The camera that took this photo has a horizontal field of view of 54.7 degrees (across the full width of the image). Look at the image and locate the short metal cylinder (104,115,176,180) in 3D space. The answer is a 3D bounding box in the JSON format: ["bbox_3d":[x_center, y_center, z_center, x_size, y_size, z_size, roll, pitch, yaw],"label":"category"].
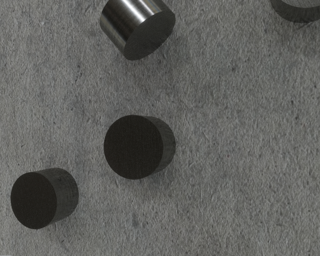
[{"bbox_3d":[-0.025,0.024,0.405,0.080,0.050,0.080,0,90,20],"label":"short metal cylinder"}]

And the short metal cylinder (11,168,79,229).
[{"bbox_3d":[-0.168,0.101,0.455,0.080,0.050,0.080,0,90,20],"label":"short metal cylinder"}]

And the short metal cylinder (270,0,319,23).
[{"bbox_3d":[0.162,-0.163,0.338,0.080,0.050,0.080,0,90,20],"label":"short metal cylinder"}]

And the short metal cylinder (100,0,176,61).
[{"bbox_3d":[-0.027,-0.132,0.389,0.080,0.080,0.050,-42,77,15],"label":"short metal cylinder"}]
